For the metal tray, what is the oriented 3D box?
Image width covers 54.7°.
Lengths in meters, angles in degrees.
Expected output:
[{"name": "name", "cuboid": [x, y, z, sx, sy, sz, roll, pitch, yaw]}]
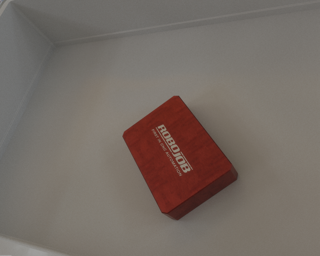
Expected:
[{"name": "metal tray", "cuboid": [0.019, 0.031, 0.373, 0.090, 0.030, 0.130, -36, 51, 4]}]
